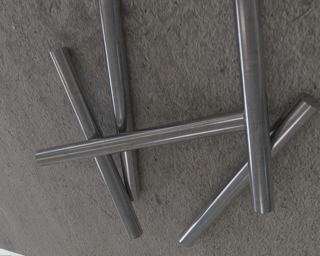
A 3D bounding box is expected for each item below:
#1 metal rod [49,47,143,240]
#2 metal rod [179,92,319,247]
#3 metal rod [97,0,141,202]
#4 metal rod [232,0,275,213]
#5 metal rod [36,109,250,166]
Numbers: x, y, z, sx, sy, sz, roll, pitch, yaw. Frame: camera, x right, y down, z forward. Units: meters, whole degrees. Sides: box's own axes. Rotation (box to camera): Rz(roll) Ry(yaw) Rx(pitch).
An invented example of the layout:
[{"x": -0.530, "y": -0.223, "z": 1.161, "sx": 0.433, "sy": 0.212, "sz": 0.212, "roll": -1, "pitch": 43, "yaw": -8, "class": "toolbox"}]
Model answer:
[{"x": -0.087, "y": 0.031, "z": 0.451, "sx": 0.025, "sy": 0.025, "sz": 0.298, "roll": -11, "pitch": 107, "yaw": 32, "class": "metal rod"}, {"x": 0.096, "y": 0.076, "z": 0.402, "sx": 0.025, "sy": 0.025, "sz": 0.298, "roll": 33, "pitch": 129, "yaw": 6, "class": "metal rod"}, {"x": -0.051, "y": -0.019, "z": 0.421, "sx": 0.025, "sy": 0.025, "sz": 0.298, "roll": 11, "pitch": 123, "yaw": 22, "class": "metal rod"}, {"x": 0.092, "y": -0.047, "z": 0.308, "sx": 0.025, "sy": 0.025, "sz": 0.298, "roll": 0, "pitch": 112, "yaw": 28, "class": "metal rod"}, {"x": -0.035, "y": 0.016, "z": 0.400, "sx": 0.301, "sy": 0.025, "sz": 0.025, "roll": -11, "pitch": 113, "yaw": 21, "class": "metal rod"}]
